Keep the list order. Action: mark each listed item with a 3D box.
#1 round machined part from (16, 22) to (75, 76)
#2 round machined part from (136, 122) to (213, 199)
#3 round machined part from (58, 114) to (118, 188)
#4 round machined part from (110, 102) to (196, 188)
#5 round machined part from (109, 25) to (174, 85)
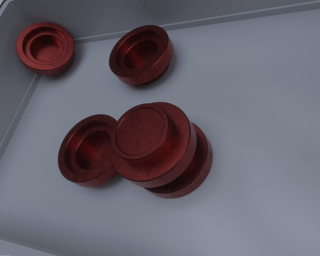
[{"bbox_3d":[-0.205,-0.140,0.566,0.099,0.042,0.098,3,73,-9],"label":"round machined part"},{"bbox_3d":[0.009,0.031,0.370,0.098,0.042,0.098,-13,56,20],"label":"round machined part"},{"bbox_3d":[-0.084,0.034,0.416,0.098,0.042,0.098,-13,56,20],"label":"round machined part"},{"bbox_3d":[-0.013,0.012,0.339,0.098,0.042,0.098,-13,56,20],"label":"round machined part"},{"bbox_3d":[-0.024,-0.105,0.471,0.098,0.042,0.098,-13,56,20],"label":"round machined part"}]
